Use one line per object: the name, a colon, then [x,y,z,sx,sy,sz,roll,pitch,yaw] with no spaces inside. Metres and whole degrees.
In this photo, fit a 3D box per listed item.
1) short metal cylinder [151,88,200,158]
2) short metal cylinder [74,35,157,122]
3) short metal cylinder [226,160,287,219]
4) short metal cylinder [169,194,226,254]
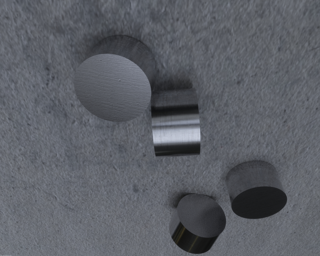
short metal cylinder: [0.018,-0.006,0.366,0.050,0.080,0.079,-4,130,2]
short metal cylinder: [-0.046,-0.053,0.338,0.080,0.050,0.079,4,127,5]
short metal cylinder: [0.146,0.095,0.474,0.081,0.050,0.079,0,130,0]
short metal cylinder: [0.060,0.155,0.504,0.081,0.080,0.050,10,129,-9]
